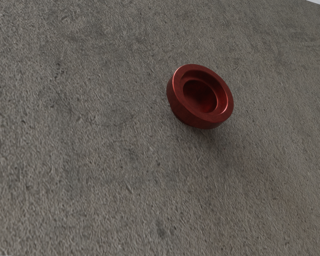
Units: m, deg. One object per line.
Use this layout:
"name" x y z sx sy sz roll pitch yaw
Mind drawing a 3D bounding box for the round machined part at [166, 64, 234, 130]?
"round machined part" 0.053 -0.040 0.445 0.099 0.042 0.098 13 56 -21
